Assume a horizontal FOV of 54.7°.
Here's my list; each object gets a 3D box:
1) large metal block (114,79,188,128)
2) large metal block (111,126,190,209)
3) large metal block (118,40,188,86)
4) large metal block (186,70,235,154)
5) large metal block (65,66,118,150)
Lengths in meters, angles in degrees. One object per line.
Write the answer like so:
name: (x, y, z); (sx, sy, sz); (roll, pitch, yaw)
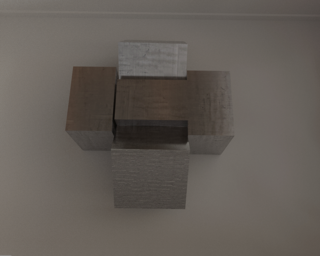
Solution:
large metal block: (-0.009, -0.019, 0.386); (0.080, 0.080, 0.050); (1, 70, 0)
large metal block: (-0.011, 0.045, 0.355); (0.081, 0.079, 0.050); (1, 28, -1)
large metal block: (-0.008, -0.087, 0.404); (0.080, 0.080, 0.050); (2, 108, 0)
large metal block: (0.056, -0.016, 0.385); (0.050, 0.080, 0.080); (1, 70, 0)
large metal block: (-0.077, -0.021, 0.386); (0.050, 0.080, 0.080); (1, 70, 0)
